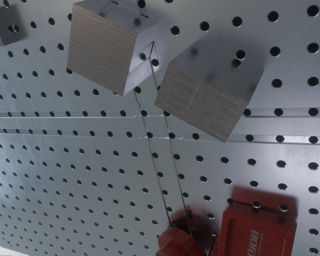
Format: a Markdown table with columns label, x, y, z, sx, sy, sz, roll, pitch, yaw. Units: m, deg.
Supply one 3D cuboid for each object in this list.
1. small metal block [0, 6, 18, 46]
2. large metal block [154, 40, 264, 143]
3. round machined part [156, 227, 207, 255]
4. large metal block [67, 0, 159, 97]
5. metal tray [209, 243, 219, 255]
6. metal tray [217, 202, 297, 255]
| label | x | y | z | sx | sy | sz | roll | pitch | yaw |
| --- | --- | --- | --- | --- | --- | --- | --- | --- | --- |
| small metal block | -0.243 | -0.146 | 0.449 | 0.050 | 0.025 | 0.050 | 4 | 121 | 26 |
| large metal block | 0.052 | -0.042 | 0.322 | 0.080 | 0.080 | 0.050 | 29 | 128 | 9 |
| round machined part | 0.031 | 0.211 | 0.495 | 0.098 | 0.042 | 0.097 | 31 | 139 | 33 |
| large metal block | -0.058 | -0.097 | 0.366 | 0.080 | 0.050 | 0.079 | 28 | 128 | 11 |
| metal tray | 0.132 | 0.246 | 0.489 | 0.090 | 0.030 | 0.129 | -2 | 118 | 29 |
| metal tray | 0.126 | 0.176 | 0.420 | 0.090 | 0.030 | 0.129 | 11 | 105 | 26 |
